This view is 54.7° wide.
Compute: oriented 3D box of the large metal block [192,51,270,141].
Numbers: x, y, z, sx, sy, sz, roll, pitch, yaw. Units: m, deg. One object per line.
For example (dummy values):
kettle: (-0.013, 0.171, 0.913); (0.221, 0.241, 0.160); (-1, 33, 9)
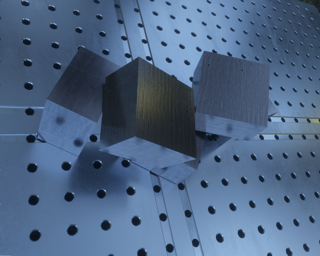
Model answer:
large metal block: (0.081, -0.037, 0.371); (0.081, 0.050, 0.080); (12, 68, -4)

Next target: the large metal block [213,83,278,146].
large metal block: (0.107, -0.031, 0.452); (0.050, 0.080, 0.080); (-18, 71, -35)

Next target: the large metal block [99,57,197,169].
large metal block: (-0.010, -0.011, 0.311); (0.080, 0.050, 0.080); (23, 57, -41)

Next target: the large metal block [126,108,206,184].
large metal block: (0.008, 0.012, 0.390); (0.080, 0.050, 0.080); (28, 52, -11)

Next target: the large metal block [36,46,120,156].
large metal block: (-0.089, -0.028, 0.342); (0.050, 0.080, 0.080); (27, 52, -12)
